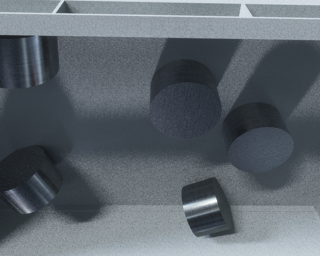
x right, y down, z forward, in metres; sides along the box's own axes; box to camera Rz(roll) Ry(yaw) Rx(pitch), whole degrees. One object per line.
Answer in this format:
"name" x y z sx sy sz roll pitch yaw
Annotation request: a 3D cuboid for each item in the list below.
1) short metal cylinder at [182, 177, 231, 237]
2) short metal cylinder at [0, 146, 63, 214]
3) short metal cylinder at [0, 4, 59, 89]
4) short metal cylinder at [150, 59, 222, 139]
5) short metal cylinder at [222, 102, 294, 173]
"short metal cylinder" 0.072 0.122 0.478 0.050 0.080 0.080 -20 128 16
"short metal cylinder" -0.185 0.071 0.431 0.080 0.080 0.050 -13 129 11
"short metal cylinder" -0.142 -0.081 0.302 0.081 0.080 0.050 6 130 -6
"short metal cylinder" 0.028 -0.033 0.365 0.081 0.050 0.079 0 130 0
"short metal cylinder" 0.126 0.013 0.406 0.081 0.050 0.079 0 130 0
